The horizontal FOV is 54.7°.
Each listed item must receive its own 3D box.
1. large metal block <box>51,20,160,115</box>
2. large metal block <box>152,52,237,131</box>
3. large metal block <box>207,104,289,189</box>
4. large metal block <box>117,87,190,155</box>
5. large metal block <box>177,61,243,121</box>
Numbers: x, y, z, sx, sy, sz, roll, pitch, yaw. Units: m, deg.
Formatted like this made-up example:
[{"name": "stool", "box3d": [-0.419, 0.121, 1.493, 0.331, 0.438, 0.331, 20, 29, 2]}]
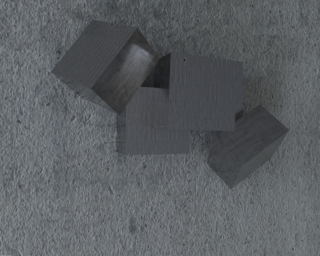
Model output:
[{"name": "large metal block", "box3d": [-0.062, -0.071, 0.351, 0.080, 0.080, 0.050, -56, 140, -12]}, {"name": "large metal block", "box3d": [0.039, -0.037, 0.357, 0.081, 0.050, 0.079, 2, 89, -20]}, {"name": "large metal block", "box3d": [0.115, 0.027, 0.418, 0.080, 0.080, 0.050, -33, 63, -17]}, {"name": "large metal block", "box3d": [-0.010, -0.008, 0.392, 0.081, 0.050, 0.079, 0, 90, -21]}, {"name": "large metal block", "box3d": [0.065, -0.049, 0.423, 0.081, 0.050, 0.079, 0, 90, -21]}]
